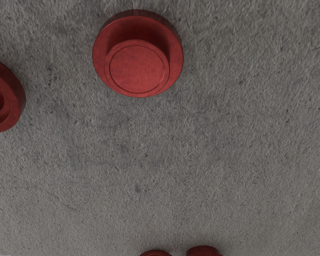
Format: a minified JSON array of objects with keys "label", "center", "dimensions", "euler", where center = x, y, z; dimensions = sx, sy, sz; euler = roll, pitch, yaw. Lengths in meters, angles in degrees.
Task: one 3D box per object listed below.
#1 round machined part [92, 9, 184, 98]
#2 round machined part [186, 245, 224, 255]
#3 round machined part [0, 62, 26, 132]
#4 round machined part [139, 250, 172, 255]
[{"label":"round machined part","center":[-0.024,-0.072,0.334],"dimensions":[0.099,0.042,0.097],"euler":[0,130,0]},{"label":"round machined part","center":[0.088,0.276,0.632],"dimensions":[0.099,0.042,0.097],"euler":[0,130,0]},{"label":"round machined part","center":[-0.205,-0.043,0.357],"dimensions":[0.099,0.042,0.097],"euler":[0,130,0]},{"label":"round machined part","center":[-0.011,0.280,0.598],"dimensions":[0.099,0.098,0.042],"euler":[-3,129,2]}]
